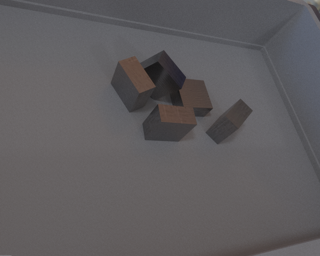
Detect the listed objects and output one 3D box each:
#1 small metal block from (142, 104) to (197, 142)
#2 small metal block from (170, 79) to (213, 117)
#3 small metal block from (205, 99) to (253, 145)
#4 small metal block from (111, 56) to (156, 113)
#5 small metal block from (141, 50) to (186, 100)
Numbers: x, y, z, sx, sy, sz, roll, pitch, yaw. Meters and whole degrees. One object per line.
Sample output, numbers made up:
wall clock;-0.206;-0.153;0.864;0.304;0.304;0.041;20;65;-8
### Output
small metal block;0.011;-0.005;0.401;0.050;0.050;0.025;4;60;-27
small metal block;0.045;-0.045;0.459;0.050;0.025;0.050;0;62;-28
small metal block;0.101;-0.009;0.452;0.025;0.050;0.050;45;51;3
small metal block;-0.036;-0.056;0.404;0.025;0.050;0.050;-26;76;-30
small metal block;-0.001;-0.071;0.424;0.050;0.050;0.025;46;46;-27
